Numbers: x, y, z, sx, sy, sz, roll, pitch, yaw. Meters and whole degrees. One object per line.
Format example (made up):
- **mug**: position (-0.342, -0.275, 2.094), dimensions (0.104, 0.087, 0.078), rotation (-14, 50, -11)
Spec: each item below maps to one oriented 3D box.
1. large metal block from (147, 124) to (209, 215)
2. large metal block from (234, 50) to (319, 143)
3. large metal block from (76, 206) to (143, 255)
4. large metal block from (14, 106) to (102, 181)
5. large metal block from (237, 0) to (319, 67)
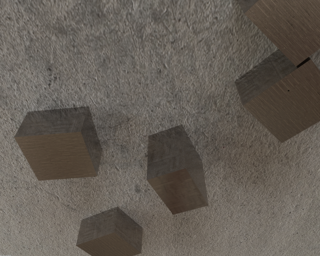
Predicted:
- **large metal block**: position (0.024, 0.056, 0.419), dimensions (0.050, 0.080, 0.080), rotation (-20, 128, 16)
- **large metal block**: position (0.147, -0.041, 0.357), dimensions (0.080, 0.050, 0.080), rotation (37, 121, -27)
- **large metal block**: position (-0.088, 0.194, 0.555), dimensions (0.080, 0.050, 0.080), rotation (-25, 126, 19)
- **large metal block**: position (-0.128, 0.022, 0.408), dimensions (0.080, 0.050, 0.080), rotation (-5, 130, 4)
- **large metal block**: position (0.131, -0.120, 0.290), dimensions (0.080, 0.050, 0.080), rotation (34, 122, -25)
